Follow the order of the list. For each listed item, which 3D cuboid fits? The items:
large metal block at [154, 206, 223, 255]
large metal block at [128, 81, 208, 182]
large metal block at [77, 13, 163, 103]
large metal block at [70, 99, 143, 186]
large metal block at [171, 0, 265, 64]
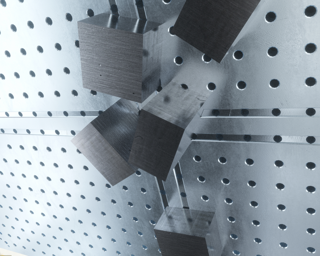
[{"bbox_3d":[0.045,0.173,0.477,0.080,0.050,0.080,0,119,28],"label":"large metal block"},{"bbox_3d":[0.010,0.002,0.371,0.050,0.080,0.079,26,127,12],"label":"large metal block"},{"bbox_3d":[-0.045,-0.084,0.366,0.080,0.050,0.079,16,125,18],"label":"large metal block"},{"bbox_3d":[-0.055,0.016,0.413,0.080,0.080,0.050,49,128,-7],"label":"large metal block"},{"bbox_3d":[0.063,-0.115,0.271,0.050,0.080,0.079,35,129,5],"label":"large metal block"}]
